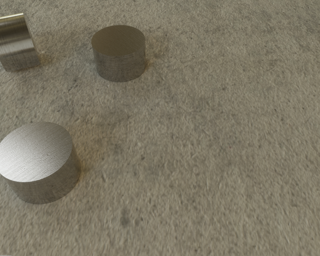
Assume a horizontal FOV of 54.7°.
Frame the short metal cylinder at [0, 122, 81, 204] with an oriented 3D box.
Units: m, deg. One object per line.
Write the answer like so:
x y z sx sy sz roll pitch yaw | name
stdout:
-0.135 0.039 0.352 0.081 0.050 0.080 0 50 0 | short metal cylinder

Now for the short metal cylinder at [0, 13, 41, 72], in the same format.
-0.222 -0.130 0.474 0.050 0.080 0.080 -18 53 -15 | short metal cylinder

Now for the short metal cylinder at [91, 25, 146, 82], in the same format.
-0.063 -0.117 0.484 0.081 0.050 0.080 0 50 0 | short metal cylinder
